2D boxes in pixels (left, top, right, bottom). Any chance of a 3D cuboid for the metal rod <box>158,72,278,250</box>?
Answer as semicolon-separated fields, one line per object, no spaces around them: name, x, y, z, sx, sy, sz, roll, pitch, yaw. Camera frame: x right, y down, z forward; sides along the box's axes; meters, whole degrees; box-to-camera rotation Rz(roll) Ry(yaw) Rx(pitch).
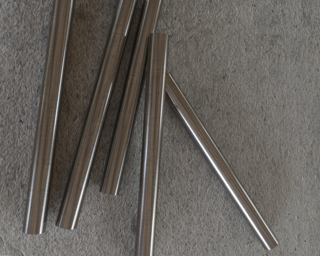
metal rod;0.086;0.054;0.440;0.025;0.025;0.299;-38;102;-16

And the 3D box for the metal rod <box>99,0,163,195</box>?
metal rod;-0.031;-0.065;0.397;0.025;0.025;0.299;14;85;-20

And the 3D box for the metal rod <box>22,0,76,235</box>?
metal rod;-0.127;-0.030;0.361;0.025;0.025;0.298;8;87;-20

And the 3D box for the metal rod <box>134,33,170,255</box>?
metal rod;-0.011;0.033;0.392;0.025;0.025;0.298;3;94;-20

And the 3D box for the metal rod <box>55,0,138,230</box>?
metal rod;-0.075;-0.028;0.381;0.025;0.025;0.299;16;85;-19
